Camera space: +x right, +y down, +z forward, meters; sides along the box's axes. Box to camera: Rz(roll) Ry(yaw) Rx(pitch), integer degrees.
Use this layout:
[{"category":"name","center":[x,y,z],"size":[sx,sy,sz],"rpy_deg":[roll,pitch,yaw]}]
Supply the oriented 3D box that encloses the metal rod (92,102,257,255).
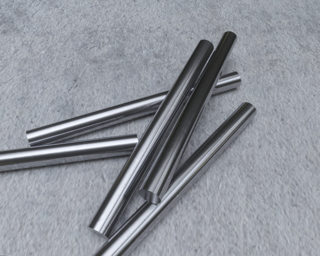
[{"category":"metal rod","center":[0.023,0.061,0.351],"size":[0.025,0.025,0.302],"rpy_deg":[34,57,25]}]

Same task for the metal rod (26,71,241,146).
[{"category":"metal rod","center":[-0.024,-0.029,0.427],"size":[0.302,0.025,0.025],"rpy_deg":[-18,53,-15]}]

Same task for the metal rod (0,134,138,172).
[{"category":"metal rod","center":[-0.176,0.038,0.369],"size":[0.302,0.025,0.025],"rpy_deg":[-7,51,-7]}]

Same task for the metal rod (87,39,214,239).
[{"category":"metal rod","center":[0.002,-0.007,0.386],"size":[0.025,0.025,0.300],"rpy_deg":[21,60,16]}]

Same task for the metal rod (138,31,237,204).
[{"category":"metal rod","center":[0.050,-0.036,0.400],"size":[0.025,0.025,0.301],"rpy_deg":[19,52,15]}]
